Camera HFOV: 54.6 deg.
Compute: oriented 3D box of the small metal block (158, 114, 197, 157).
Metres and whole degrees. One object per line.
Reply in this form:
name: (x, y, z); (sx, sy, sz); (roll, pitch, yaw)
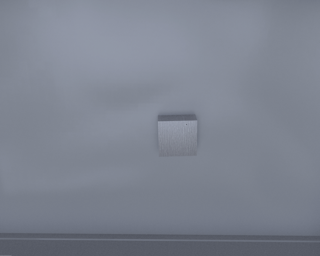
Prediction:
small metal block: (0.023, 0.010, 0.415); (0.050, 0.025, 0.050); (-2, 110, 0)
